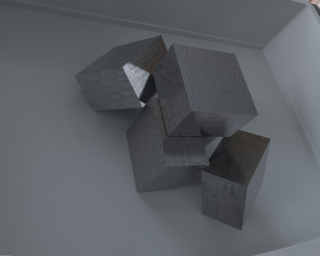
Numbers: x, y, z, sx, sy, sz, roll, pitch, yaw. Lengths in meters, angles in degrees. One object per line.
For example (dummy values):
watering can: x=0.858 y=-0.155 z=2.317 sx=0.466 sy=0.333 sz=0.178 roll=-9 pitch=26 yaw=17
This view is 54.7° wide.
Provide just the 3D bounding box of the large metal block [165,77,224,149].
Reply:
large metal block: x=0.041 y=-0.022 z=0.402 sx=0.050 sy=0.080 sz=0.080 roll=1 pitch=61 yaw=-28

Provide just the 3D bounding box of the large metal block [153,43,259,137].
large metal block: x=0.046 y=-0.038 z=0.332 sx=0.081 sy=0.050 sz=0.080 roll=2 pitch=61 yaw=-27

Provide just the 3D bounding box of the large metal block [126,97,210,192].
large metal block: x=0.004 y=0.021 z=0.358 sx=0.050 sy=0.080 sz=0.080 roll=1 pitch=61 yaw=-28

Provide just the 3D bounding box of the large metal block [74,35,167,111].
large metal block: x=-0.040 y=-0.066 z=0.377 sx=0.080 sy=0.080 sz=0.050 roll=-51 pitch=127 yaw=-39

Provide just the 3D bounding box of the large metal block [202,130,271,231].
large metal block: x=0.090 y=0.059 z=0.371 sx=0.050 sy=0.080 sz=0.080 roll=18 pitch=45 yaw=26
